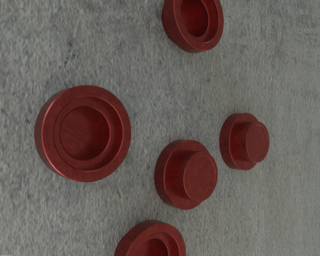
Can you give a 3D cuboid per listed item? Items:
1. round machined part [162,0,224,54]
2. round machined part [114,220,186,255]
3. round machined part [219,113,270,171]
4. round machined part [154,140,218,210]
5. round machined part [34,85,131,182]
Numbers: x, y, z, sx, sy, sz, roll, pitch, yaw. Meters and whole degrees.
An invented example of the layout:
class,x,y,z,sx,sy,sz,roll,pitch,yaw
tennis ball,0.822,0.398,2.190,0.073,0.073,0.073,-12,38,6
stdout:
class,x,y,z,sx,sy,sz,roll,pitch,yaw
round machined part,0.041,-0.152,0.430,0.099,0.042,0.097,0,90,-40
round machined part,-0.017,0.162,0.381,0.099,0.042,0.097,0,90,-40
round machined part,0.147,0.023,0.521,0.099,0.042,0.097,0,90,-40
round machined part,0.043,0.066,0.432,0.099,0.042,0.097,0,90,-40
round machined part,-0.082,0.005,0.326,0.099,0.042,0.097,0,90,-40
